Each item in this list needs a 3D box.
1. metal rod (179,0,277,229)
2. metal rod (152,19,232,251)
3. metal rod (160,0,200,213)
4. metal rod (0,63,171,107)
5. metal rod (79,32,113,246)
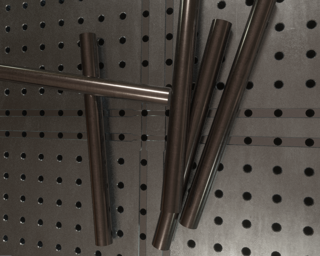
[{"bbox_3d":[0.082,-0.017,0.383,0.025,0.025,0.298,20,96,18],"label":"metal rod"},{"bbox_3d":[0.039,0.013,0.398,0.025,0.025,0.298,17,95,19],"label":"metal rod"},{"bbox_3d":[0.027,-0.048,0.384,0.025,0.025,0.298,4,84,19],"label":"metal rod"},{"bbox_3d":[-0.134,-0.064,0.425,0.301,0.025,0.025,9,93,10],"label":"metal rod"},{"bbox_3d":[-0.091,0.015,0.443,0.025,0.025,0.298,-5,88,19],"label":"metal rod"}]
